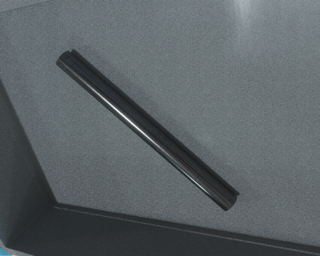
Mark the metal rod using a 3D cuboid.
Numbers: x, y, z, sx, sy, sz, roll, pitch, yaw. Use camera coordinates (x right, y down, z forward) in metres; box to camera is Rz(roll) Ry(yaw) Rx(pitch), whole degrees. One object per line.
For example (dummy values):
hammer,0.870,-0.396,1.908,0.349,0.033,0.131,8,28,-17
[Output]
metal rod,-0.017,0.005,0.419,0.300,0.025,0.025,41,129,-1
